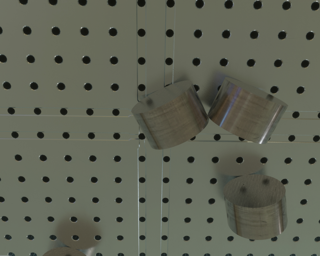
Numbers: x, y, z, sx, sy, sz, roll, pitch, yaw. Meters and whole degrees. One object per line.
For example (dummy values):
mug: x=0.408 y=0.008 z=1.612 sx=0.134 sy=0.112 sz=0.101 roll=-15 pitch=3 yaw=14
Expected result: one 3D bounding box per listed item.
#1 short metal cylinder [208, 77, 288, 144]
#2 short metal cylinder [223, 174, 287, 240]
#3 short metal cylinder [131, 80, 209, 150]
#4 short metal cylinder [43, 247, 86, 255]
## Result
short metal cylinder: x=0.105 y=-0.023 z=0.377 sx=0.080 sy=0.080 sz=0.050 roll=21 pitch=109 yaw=-8
short metal cylinder: x=0.131 y=0.106 z=0.425 sx=0.080 sy=0.080 sz=0.050 roll=-10 pitch=110 yaw=3
short metal cylinder: x=0.013 y=-0.017 z=0.378 sx=0.080 sy=0.080 sz=0.050 roll=-25 pitch=109 yaw=8
short metal cylinder: x=-0.148 y=0.228 z=0.466 sx=0.080 sy=0.080 sz=0.050 roll=20 pitch=109 yaw=-8
